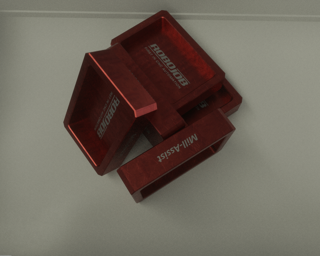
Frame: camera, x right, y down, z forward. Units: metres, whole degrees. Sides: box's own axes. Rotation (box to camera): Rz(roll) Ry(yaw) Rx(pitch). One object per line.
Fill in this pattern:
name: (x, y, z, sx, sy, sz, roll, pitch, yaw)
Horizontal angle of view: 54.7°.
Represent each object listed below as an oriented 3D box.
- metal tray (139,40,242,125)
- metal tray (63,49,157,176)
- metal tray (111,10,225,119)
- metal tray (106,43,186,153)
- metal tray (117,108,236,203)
metal tray: (0.037, -0.058, 0.428, 0.090, 0.030, 0.130, -33, 73, -10)
metal tray: (-0.064, -0.014, 0.358, 0.030, 0.129, 0.090, -25, 69, -41)
metal tray: (0.009, -0.083, 0.404, 0.090, 0.030, 0.130, -35, 73, -12)
metal tray: (-0.023, -0.031, 0.384, 0.030, 0.090, 0.130, -35, 74, -12)
metal tray: (0.018, 0.036, 0.361, 0.131, 0.090, 0.030, -31, 73, -11)
